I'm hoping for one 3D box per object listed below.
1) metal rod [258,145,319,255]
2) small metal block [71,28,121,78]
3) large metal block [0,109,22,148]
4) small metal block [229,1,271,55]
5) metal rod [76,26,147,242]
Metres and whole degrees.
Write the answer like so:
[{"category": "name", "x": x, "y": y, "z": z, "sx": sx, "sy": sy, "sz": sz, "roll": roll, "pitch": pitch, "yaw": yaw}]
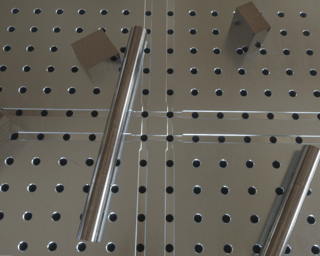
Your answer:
[{"category": "metal rod", "x": 0.126, "y": 0.152, "z": 0.356, "sx": 0.025, "sy": 0.025, "sz": 0.300, "roll": 27, "pitch": 72, "yaw": 9}, {"category": "small metal block", "x": -0.092, "y": -0.109, "z": 0.451, "sx": 0.050, "sy": 0.025, "sz": 0.050, "roll": -32, "pitch": 73, "yaw": -11}, {"category": "large metal block", "x": -0.245, "y": -0.004, "z": 0.398, "sx": 0.080, "sy": 0.050, "sz": 0.080, "roll": 40, "pitch": 75, "yaw": 13}, {"category": "small metal block", "x": 0.130, "y": -0.145, "z": 0.452, "sx": 0.025, "sy": 0.050, "sz": 0.050, "roll": -25, "pitch": 72, "yaw": -9}, {"category": "metal rod", "x": -0.058, "y": -0.007, "z": 0.413, "sx": 0.025, "sy": 0.025, "sz": 0.299, "roll": 10, "pitch": 70, "yaw": 3}]
